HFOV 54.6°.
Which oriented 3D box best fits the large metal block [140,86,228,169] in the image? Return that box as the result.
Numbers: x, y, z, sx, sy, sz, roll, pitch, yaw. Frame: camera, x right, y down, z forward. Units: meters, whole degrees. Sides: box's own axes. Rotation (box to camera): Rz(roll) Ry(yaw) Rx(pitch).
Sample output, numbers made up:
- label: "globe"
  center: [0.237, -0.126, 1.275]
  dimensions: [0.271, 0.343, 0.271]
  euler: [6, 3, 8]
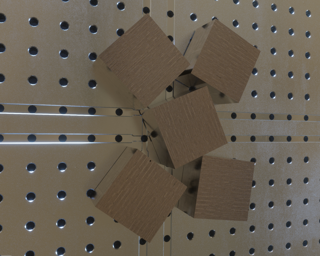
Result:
- label: "large metal block"
  center: [0.031, -0.002, 0.409]
  dimensions: [0.081, 0.050, 0.080]
  euler: [-24, 98, -18]

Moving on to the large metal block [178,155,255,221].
- label: "large metal block"
  center: [0.077, 0.080, 0.427]
  dimensions: [0.081, 0.050, 0.080]
  euler: [10, 87, -20]

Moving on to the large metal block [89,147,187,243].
- label: "large metal block"
  center: [-0.028, 0.080, 0.387]
  dimensions: [0.080, 0.050, 0.080]
  euler: [39, 77, -16]

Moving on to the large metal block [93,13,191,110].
- label: "large metal block"
  center: [-0.024, -0.080, 0.390]
  dimensions: [0.080, 0.050, 0.080]
  euler: [-46, 104, -14]

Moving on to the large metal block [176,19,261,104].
- label: "large metal block"
  center: [0.078, -0.087, 0.427]
  dimensions: [0.080, 0.050, 0.080]
  euler: [28, 81, -21]
